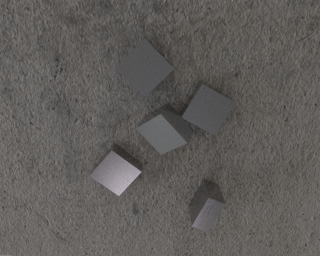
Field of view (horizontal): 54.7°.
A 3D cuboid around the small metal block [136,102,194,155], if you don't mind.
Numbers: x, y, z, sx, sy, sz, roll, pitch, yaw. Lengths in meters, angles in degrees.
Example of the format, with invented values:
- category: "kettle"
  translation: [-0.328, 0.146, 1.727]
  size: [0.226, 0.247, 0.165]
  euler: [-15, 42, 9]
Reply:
- category: "small metal block"
  translation: [0.006, 0.002, 0.399]
  size: [0.050, 0.025, 0.050]
  euler: [47, 134, -15]

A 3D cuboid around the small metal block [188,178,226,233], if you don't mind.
- category: "small metal block"
  translation: [0.065, 0.108, 0.437]
  size: [0.025, 0.050, 0.050]
  euler: [23, 108, -8]

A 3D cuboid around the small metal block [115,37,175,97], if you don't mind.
- category: "small metal block"
  translation: [-0.018, -0.075, 0.382]
  size: [0.050, 0.025, 0.050]
  euler: [-42, 105, 14]

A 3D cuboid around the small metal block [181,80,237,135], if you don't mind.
- category: "small metal block"
  translation: [0.061, -0.026, 0.400]
  size: [0.050, 0.025, 0.050]
  euler: [28, 108, -10]

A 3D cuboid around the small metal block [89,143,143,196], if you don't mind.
- category: "small metal block"
  translation: [-0.060, 0.058, 0.430]
  size: [0.050, 0.025, 0.050]
  euler: [38, 106, -13]
